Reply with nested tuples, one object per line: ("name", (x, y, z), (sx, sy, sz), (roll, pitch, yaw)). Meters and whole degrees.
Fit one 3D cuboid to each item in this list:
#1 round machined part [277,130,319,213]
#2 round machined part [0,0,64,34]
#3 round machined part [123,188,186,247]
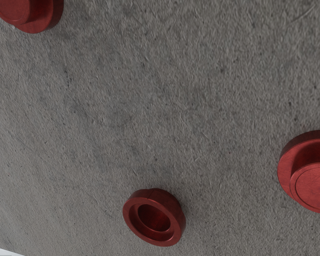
("round machined part", (0.179, 0.054, 0.335), (0.098, 0.042, 0.097), (13, 124, 21))
("round machined part", (-0.173, -0.166, 0.384), (0.098, 0.042, 0.097), (13, 124, 21))
("round machined part", (-0.005, 0.133, 0.481), (0.098, 0.042, 0.097), (13, 124, 21))
